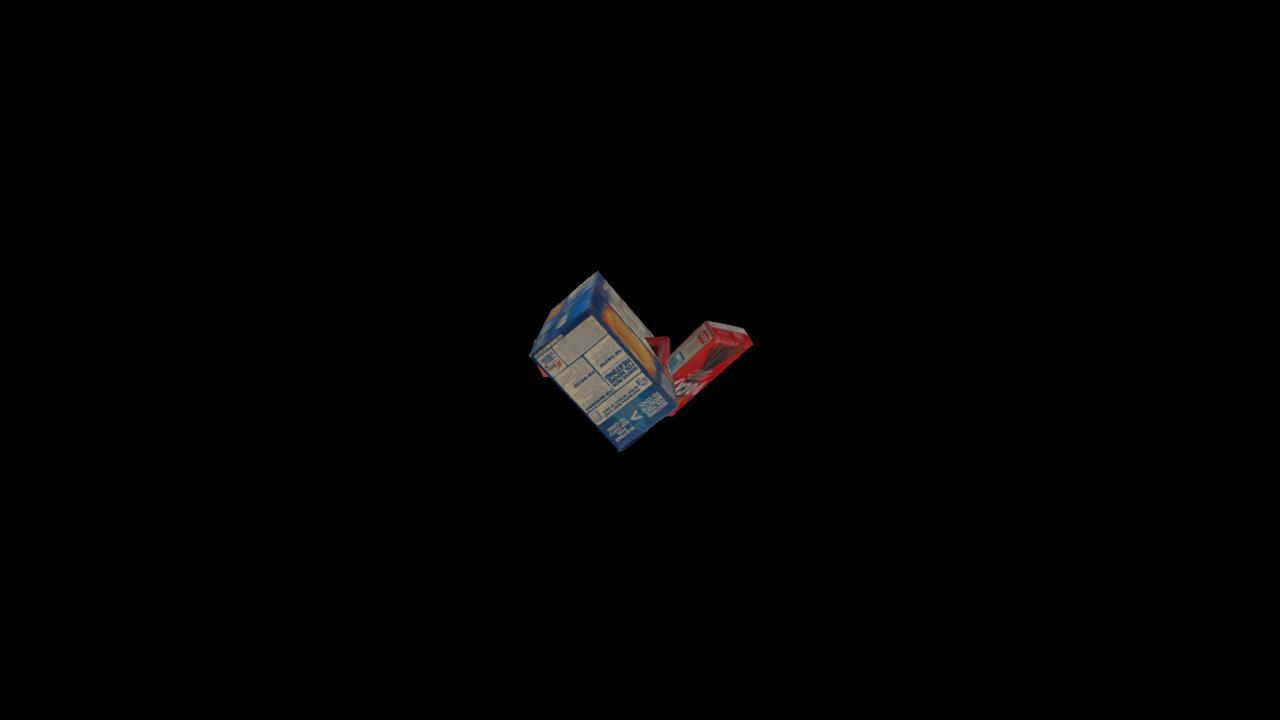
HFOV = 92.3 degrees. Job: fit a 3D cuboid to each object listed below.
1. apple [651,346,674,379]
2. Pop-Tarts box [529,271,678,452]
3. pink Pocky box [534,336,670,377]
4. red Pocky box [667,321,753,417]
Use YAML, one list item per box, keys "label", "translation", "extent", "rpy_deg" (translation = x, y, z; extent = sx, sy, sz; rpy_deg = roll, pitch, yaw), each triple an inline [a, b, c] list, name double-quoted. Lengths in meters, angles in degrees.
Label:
- label: "apple"
  translation: [-0.003, 0.016, 0.717]
  extent: [0.093, 0.079, 0.079]
  rpy_deg: [-13, -3, 12]
- label: "Pop-Tarts box"
  translation: [-0.036, -0.006, 0.685]
  extent: [0.083, 0.141, 0.167]
  rpy_deg: [-38, 16, 13]
- label: "pink Pocky box"
  translation: [-0.044, -0.003, 0.729]
  extent: [0.155, 0.029, 0.084]
  rpy_deg: [-2, -14, -3]
- label: "red Pocky box"
  translation: [0.057, 0.015, 0.741]
  extent: [0.083, 0.028, 0.155]
  rpy_deg: [6, -42, -49]
